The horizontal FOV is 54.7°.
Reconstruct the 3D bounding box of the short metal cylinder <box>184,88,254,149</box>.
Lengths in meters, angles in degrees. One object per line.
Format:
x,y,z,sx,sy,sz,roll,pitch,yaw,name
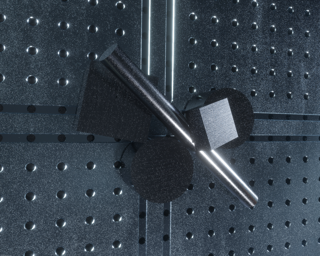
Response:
0.080,-0.013,0.425,0.081,0.050,0.079,0,90,-20,short metal cylinder

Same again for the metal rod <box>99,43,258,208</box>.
0.041,0.015,0.387,0.300,0.025,0.025,45,76,-29,metal rod

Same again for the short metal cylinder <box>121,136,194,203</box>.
-0.005,0.050,0.394,0.081,0.050,0.079,0,90,-20,short metal cylinder

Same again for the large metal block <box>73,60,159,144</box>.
-0.054,-0.028,0.374,0.081,0.050,0.080,12,86,-20,large metal block

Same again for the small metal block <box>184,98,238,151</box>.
0.062,-0.004,0.371,0.050,0.025,0.050,-22,98,-37,small metal block
